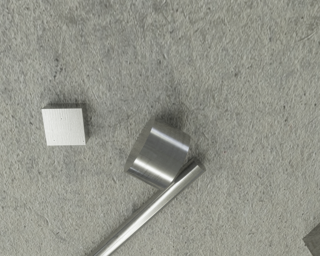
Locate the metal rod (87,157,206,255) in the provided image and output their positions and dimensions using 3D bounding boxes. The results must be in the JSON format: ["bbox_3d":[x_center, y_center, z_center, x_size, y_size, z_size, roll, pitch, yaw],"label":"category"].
[{"bbox_3d":[-0.048,0.152,0.465,0.025,0.025,0.299,42,105,-14],"label":"metal rod"}]

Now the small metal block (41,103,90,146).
[{"bbox_3d":[-0.122,-0.005,0.407,0.050,0.025,0.050,-1,110,0],"label":"small metal block"}]

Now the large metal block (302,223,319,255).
[{"bbox_3d":[0.273,0.192,0.454,0.080,0.080,0.050,33,107,-12],"label":"large metal block"}]

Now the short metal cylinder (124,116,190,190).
[{"bbox_3d":[-0.004,0.031,0.392,0.050,0.080,0.080,29,108,-10],"label":"short metal cylinder"}]
